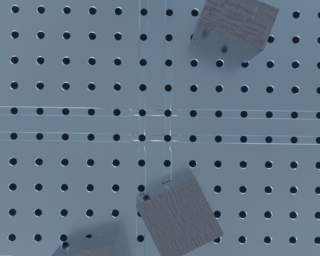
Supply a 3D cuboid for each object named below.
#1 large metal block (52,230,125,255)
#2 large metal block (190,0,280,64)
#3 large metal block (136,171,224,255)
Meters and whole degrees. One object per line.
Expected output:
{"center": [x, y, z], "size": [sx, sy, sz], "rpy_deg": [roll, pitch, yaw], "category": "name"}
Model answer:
{"center": [-0.086, 0.188, 0.400], "size": [0.080, 0.050, 0.080], "rpy_deg": [-13, 90, -1], "category": "large metal block"}
{"center": [0.088, -0.125, 0.387], "size": [0.080, 0.080, 0.050], "rpy_deg": [20, 90, -1], "category": "large metal block"}
{"center": [0.024, 0.112, 0.401], "size": [0.080, 0.050, 0.080], "rpy_deg": [-27, 90, -1], "category": "large metal block"}
